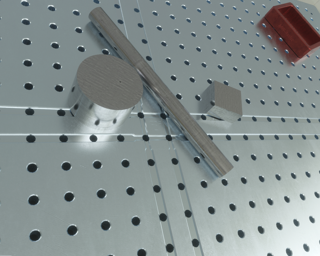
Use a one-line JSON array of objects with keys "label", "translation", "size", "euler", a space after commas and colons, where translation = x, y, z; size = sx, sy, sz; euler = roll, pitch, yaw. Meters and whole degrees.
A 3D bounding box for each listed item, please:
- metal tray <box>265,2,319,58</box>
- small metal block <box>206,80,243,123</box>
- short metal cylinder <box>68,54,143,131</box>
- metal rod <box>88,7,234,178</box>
[{"label": "metal tray", "translation": [0.313, -0.228, 0.716], "size": [0.091, 0.030, 0.130], "euler": [-27, 77, -37]}, {"label": "small metal block", "translation": [0.101, -0.041, 0.490], "size": [0.050, 0.025, 0.050], "euler": [18, 54, -18]}, {"label": "short metal cylinder", "translation": [-0.068, -0.044, 0.383], "size": [0.081, 0.050, 0.080], "euler": [14, 56, -21]}, {"label": "metal rod", "translation": [-0.003, -0.055, 0.441], "size": [0.025, 0.025, 0.300], "euler": [-33, 80, -38]}]
